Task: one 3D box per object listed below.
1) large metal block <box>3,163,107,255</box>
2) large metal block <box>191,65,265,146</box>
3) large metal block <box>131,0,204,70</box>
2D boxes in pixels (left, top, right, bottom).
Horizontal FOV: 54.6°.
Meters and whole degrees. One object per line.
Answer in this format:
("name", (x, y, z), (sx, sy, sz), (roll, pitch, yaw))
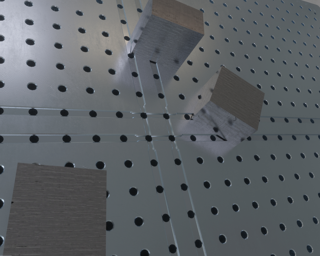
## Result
("large metal block", (-0.097, 0.083, 0.290), (0.081, 0.050, 0.080), (9, 58, -23))
("large metal block", (0.104, -0.034, 0.468), (0.080, 0.050, 0.080), (31, 52, -8))
("large metal block", (0.010, -0.143, 0.465), (0.081, 0.080, 0.050), (15, 56, -20))
